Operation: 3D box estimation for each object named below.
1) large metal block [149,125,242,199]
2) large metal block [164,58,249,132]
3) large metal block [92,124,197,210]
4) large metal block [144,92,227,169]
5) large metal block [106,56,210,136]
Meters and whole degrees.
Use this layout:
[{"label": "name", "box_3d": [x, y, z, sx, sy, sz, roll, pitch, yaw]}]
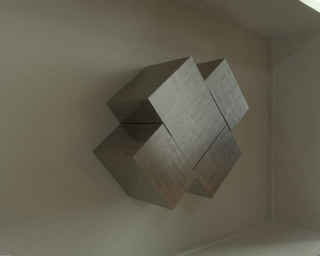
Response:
[{"label": "large metal block", "box_3d": [0.048, 0.040, 0.412, 0.080, 0.080, 0.050, -48, 119, -30]}, {"label": "large metal block", "box_3d": [0.061, -0.042, 0.423, 0.050, 0.080, 0.080, -49, 119, -29]}, {"label": "large metal block", "box_3d": [-0.018, 0.041, 0.357, 0.050, 0.080, 0.080, -49, 119, -29]}, {"label": "large metal block", "box_3d": [0.022, 0.002, 0.391, 0.080, 0.080, 0.050, -48, 119, -30]}, {"label": "large metal block", "box_3d": [-0.002, -0.037, 0.369, 0.080, 0.080, 0.050, -48, 119, -30]}]
